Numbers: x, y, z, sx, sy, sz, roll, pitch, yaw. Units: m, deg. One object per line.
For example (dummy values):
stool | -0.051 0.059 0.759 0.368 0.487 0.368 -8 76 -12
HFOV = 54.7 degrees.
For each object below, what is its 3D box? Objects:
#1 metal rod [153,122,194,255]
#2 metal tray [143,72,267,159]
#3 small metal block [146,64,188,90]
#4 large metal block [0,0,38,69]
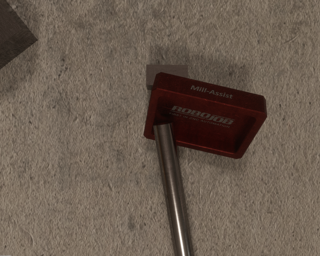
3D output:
metal rod | 0.028 0.141 0.395 0.025 0.025 0.298 -9 96 0
metal tray | 0.051 -0.012 0.379 0.131 0.089 0.030 13 49 -1
small metal block | 0.008 -0.064 0.398 0.050 0.050 0.025 1 90 -1
large metal block | -0.222 -0.126 0.394 0.080 0.050 0.080 -38 91 0
